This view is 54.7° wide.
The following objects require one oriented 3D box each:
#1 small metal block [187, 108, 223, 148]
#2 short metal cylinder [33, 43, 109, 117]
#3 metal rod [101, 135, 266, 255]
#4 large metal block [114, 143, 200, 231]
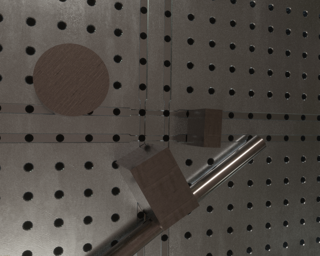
[{"bbox_3d":[0.060,0.000,0.423,0.025,0.050,0.050,3,89,-20],"label":"small metal block"},{"bbox_3d":[-0.104,-0.053,0.361,0.081,0.050,0.079,0,90,-20],"label":"short metal cylinder"},{"bbox_3d":[0.033,0.103,0.426,0.302,0.025,0.025,-34,102,-17],"label":"metal rod"},{"bbox_3d":[-0.007,0.067,0.382,0.050,0.080,0.080,-31,101,-18],"label":"large metal block"}]
